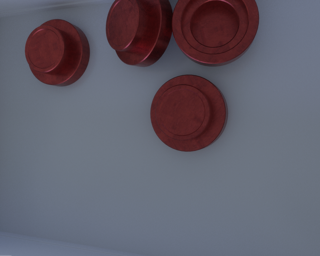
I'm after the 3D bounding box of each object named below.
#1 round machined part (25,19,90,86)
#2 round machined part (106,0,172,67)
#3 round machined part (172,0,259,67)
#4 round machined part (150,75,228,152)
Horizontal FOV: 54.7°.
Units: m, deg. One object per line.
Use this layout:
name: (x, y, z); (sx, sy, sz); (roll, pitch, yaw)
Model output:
round machined part: (-0.157, -0.112, 0.457); (0.098, 0.042, 0.097); (0, 90, 20)
round machined part: (-0.033, -0.129, 0.392); (0.098, 0.042, 0.097); (0, 90, 47)
round machined part: (0.066, -0.122, 0.373); (0.098, 0.042, 0.097); (0, 91, 11)
round machined part: (0.033, -0.019, 0.390); (0.098, 0.042, 0.097); (0, 90, 20)
